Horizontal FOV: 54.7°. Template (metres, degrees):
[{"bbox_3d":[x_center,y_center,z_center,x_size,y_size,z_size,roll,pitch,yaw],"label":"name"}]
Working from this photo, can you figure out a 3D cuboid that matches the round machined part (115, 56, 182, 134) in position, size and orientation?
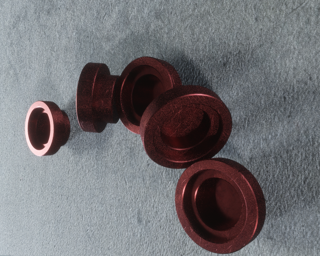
[{"bbox_3d":[-0.009,-0.040,0.402,0.098,0.042,0.097,0,90,40],"label":"round machined part"}]

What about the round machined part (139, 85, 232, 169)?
[{"bbox_3d":[0.026,-0.005,0.344,0.097,0.099,0.042,-58,30,24],"label":"round machined part"}]

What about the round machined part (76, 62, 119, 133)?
[{"bbox_3d":[-0.080,-0.041,0.435,0.042,0.098,0.097,5,94,5],"label":"round machined part"}]

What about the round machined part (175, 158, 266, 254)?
[{"bbox_3d":[0.068,0.081,0.338,0.098,0.042,0.097,0,90,40],"label":"round machined part"}]

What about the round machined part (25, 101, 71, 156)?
[{"bbox_3d":[-0.199,0.001,0.559,0.098,0.042,0.097,0,90,40],"label":"round machined part"}]
